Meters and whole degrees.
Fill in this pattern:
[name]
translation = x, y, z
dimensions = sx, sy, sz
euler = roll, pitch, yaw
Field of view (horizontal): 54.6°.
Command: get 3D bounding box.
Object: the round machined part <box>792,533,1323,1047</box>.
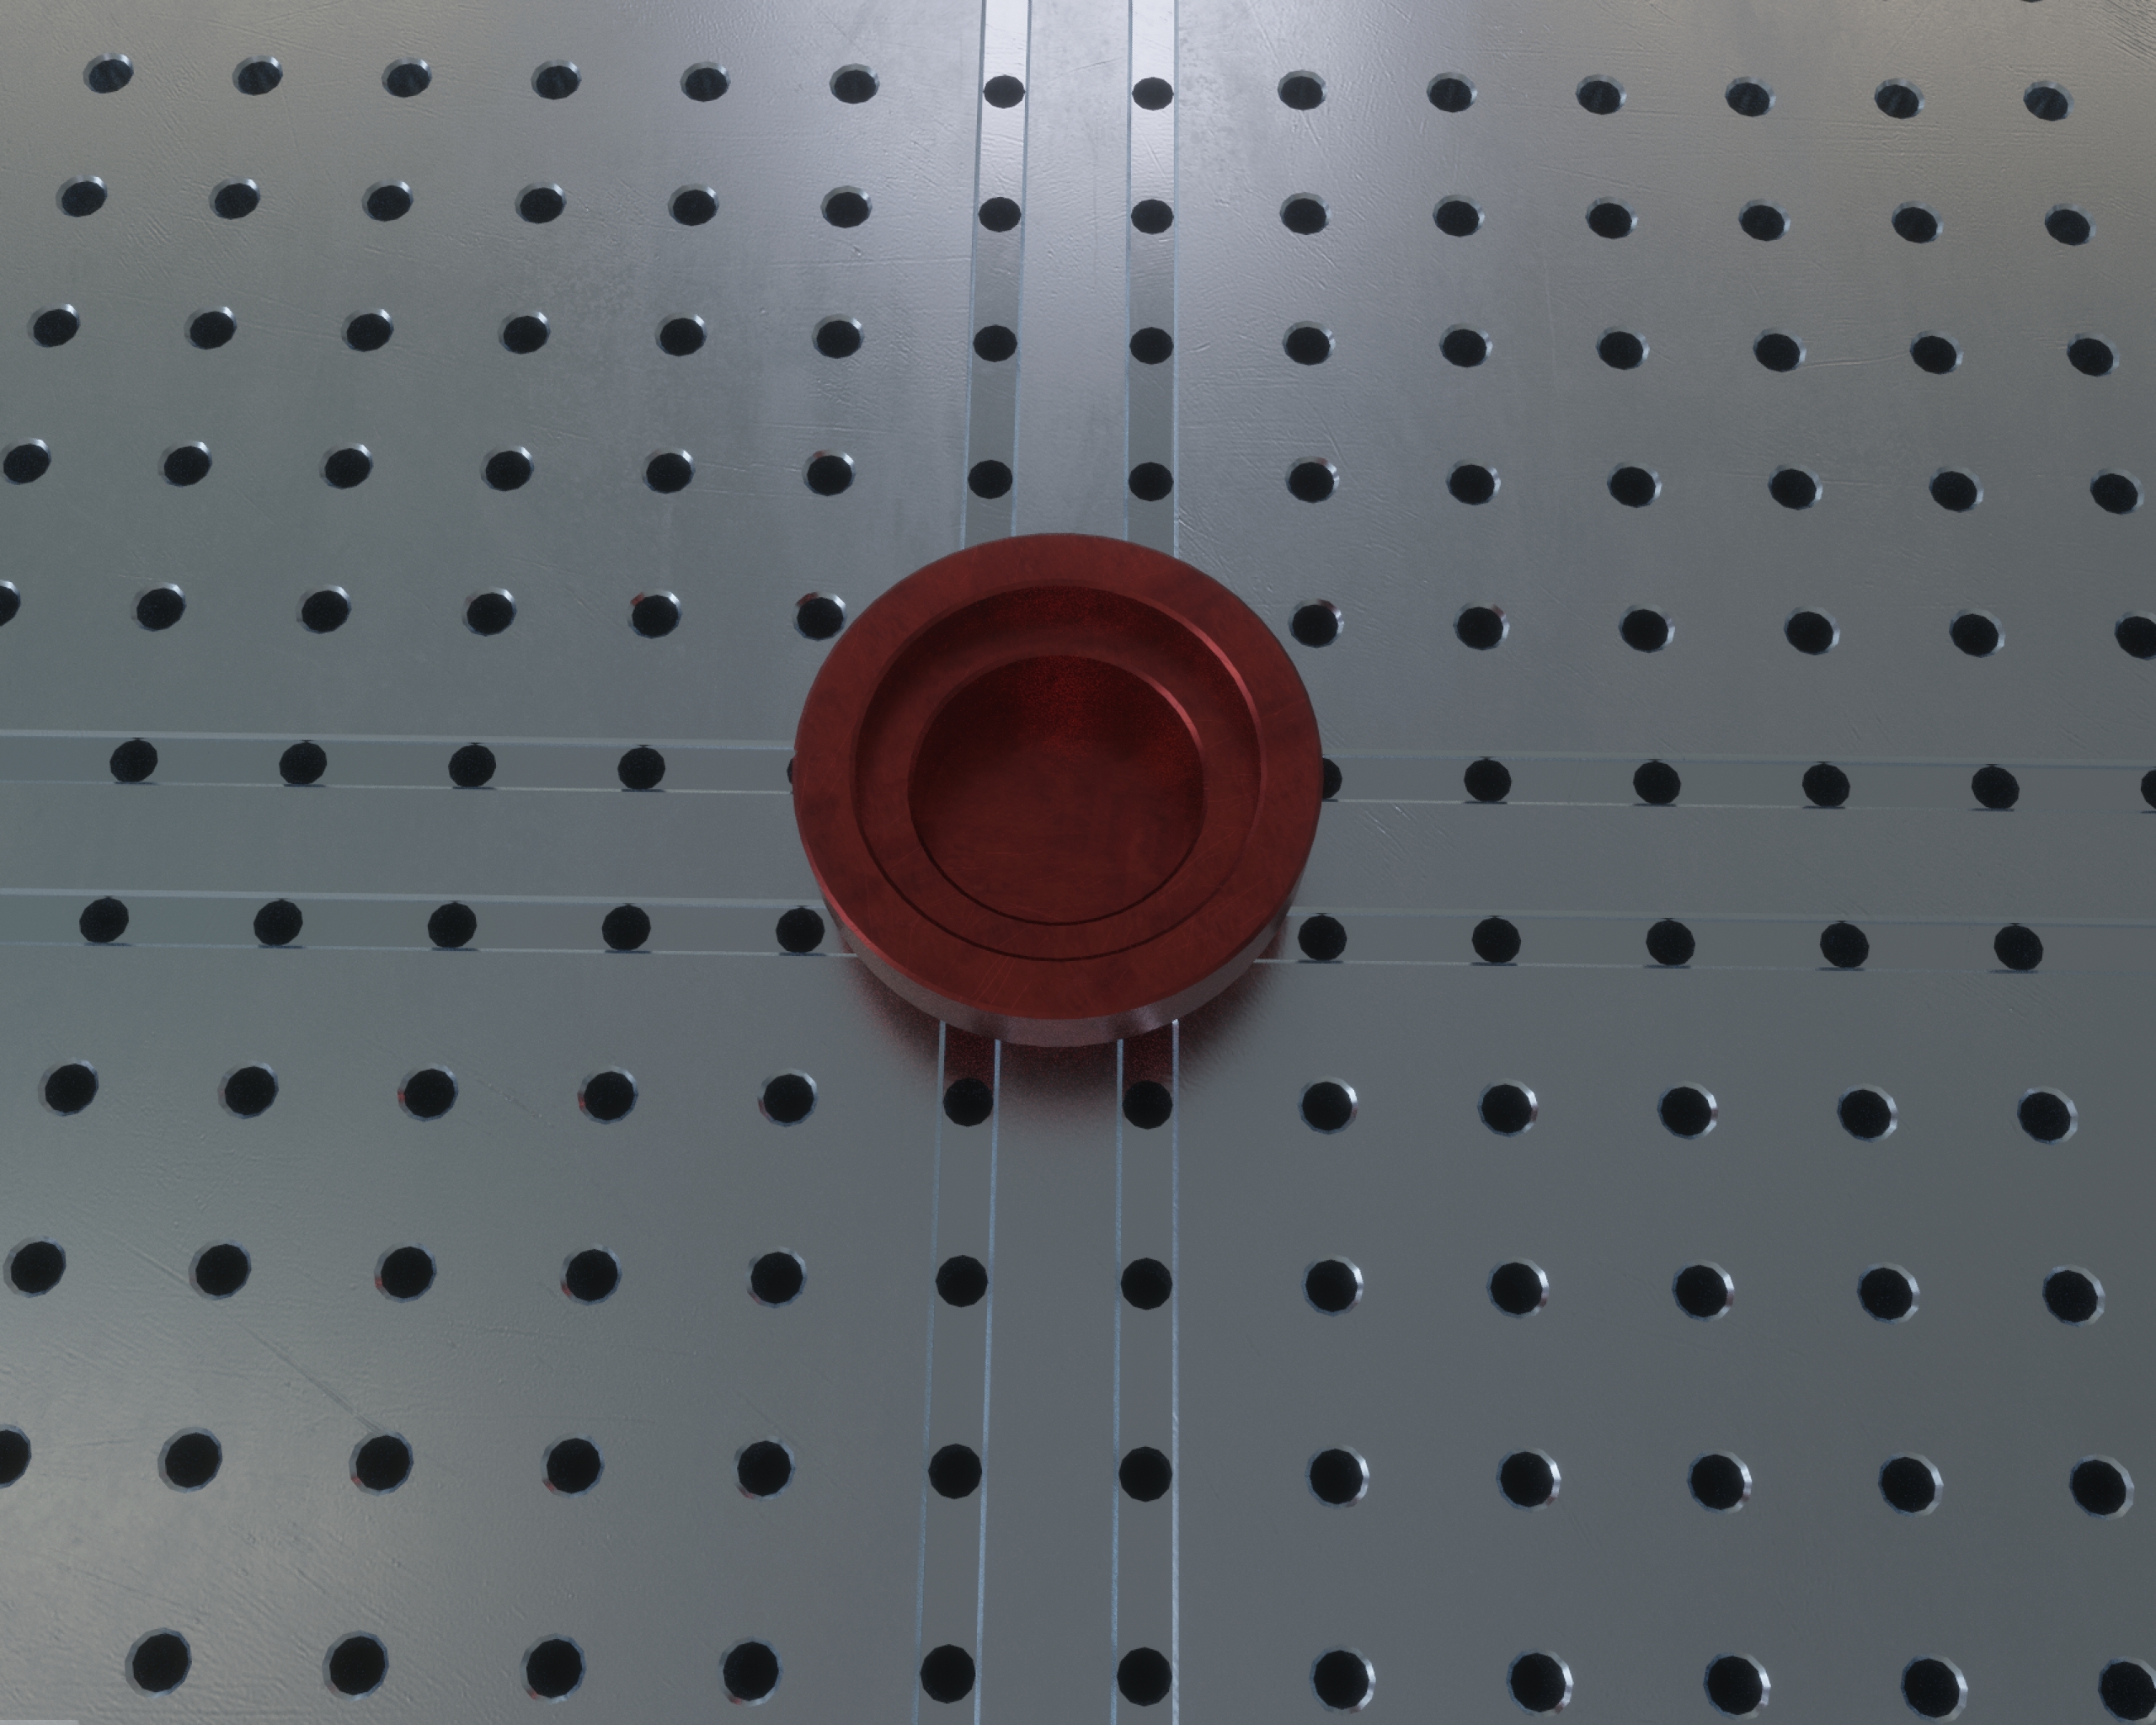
[round machined part]
translation = -0.004, -0.011, 0.406
dimensions = 0.099, 0.042, 0.098
euler = 0, 70, 0
